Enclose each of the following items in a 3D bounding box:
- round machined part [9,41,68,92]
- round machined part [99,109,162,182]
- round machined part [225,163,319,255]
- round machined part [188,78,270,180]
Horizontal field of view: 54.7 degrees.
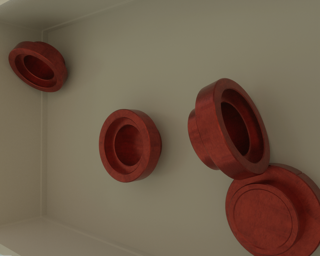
[{"bbox_3d":[-0.208,-0.112,0.544,0.098,0.098,0.042,-15,42,39],"label":"round machined part"},{"bbox_3d":[-0.036,0.023,0.426,0.098,0.042,0.097,0,90,40],"label":"round machined part"},{"bbox_3d":[0.108,0.085,0.306,0.098,0.042,0.097,0,90,40],"label":"round machined part"},{"bbox_3d":[0.065,0.004,0.306,0.042,0.099,0.098,-25,74,37],"label":"round machined part"}]
